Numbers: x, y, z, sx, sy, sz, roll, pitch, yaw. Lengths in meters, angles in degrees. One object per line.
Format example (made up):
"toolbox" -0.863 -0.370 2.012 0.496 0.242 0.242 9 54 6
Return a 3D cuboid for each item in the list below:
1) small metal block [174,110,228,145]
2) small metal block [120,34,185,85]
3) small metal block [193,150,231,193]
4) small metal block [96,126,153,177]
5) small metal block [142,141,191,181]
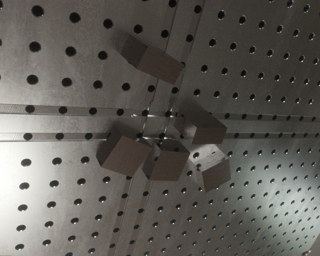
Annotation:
"small metal block" 0.055 -0.001 0.426 0.050 0.050 0.025 0 118 -29
"small metal block" -0.009 -0.076 0.344 0.050 0.050 0.025 18 109 -36
"small metal block" 0.086 0.071 0.504 0.050 0.025 0.050 -25 128 -14
"small metal block" -0.047 0.032 0.407 0.050 0.025 0.050 26 104 -38
"small metal block" 0.009 0.049 0.448 0.050 0.025 0.050 8 114 -32
